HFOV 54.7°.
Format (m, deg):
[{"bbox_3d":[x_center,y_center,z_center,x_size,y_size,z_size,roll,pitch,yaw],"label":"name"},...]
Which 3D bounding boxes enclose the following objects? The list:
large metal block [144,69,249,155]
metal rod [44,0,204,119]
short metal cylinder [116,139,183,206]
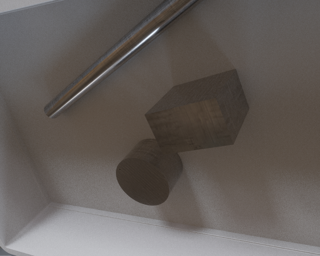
[{"bbox_3d":[0.043,-0.018,0.338,0.080,0.080,0.050,-11,113,32],"label":"large metal block"},{"bbox_3d":[-0.062,-0.083,0.388,0.299,0.025,0.025,-29,103,37],"label":"metal rod"},{"bbox_3d":[-0.014,0.062,0.437,0.080,0.050,0.079,13,124,20],"label":"short metal cylinder"}]
